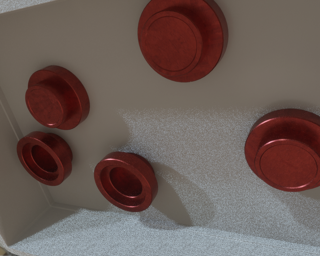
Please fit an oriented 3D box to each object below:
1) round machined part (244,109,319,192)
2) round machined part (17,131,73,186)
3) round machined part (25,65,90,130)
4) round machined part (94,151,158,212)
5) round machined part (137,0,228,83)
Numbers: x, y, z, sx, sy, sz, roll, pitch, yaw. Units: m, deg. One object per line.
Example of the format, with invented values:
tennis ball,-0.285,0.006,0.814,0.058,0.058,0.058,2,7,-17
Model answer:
round machined part,0.143,0.031,0.342,0.098,0.042,0.097,13,124,21
round machined part,-0.189,0.047,0.527,0.098,0.042,0.097,13,124,21
round machined part,-0.157,-0.039,0.456,0.098,0.042,0.097,13,124,21
round machined part,-0.047,0.076,0.470,0.098,0.042,0.097,13,124,21
round machined part,0.019,-0.094,0.330,0.098,0.042,0.097,13,124,21
